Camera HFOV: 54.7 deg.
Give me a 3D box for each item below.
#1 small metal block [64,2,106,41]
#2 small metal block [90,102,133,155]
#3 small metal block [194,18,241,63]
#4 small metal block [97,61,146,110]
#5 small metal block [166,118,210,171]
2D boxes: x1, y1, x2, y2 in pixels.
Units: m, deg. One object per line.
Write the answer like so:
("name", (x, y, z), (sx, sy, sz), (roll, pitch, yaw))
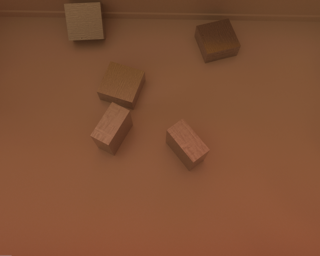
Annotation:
("small metal block", (-0.108, -0.155, 0.452), (0.050, 0.025, 0.050), (-3, 108, -2))
("small metal block", (-0.060, 0.002, 0.395), (0.025, 0.050, 0.050), (27, 72, 9))
("small metal block", (0.084, -0.129, 0.458), (0.050, 0.025, 0.050), (-15, 71, -6))
("small metal block", (-0.053, -0.059, 0.431), (0.050, 0.025, 0.050), (18, 71, 6))
("small metal block", (0.033, 0.022, 0.389), (0.025, 0.050, 0.050), (-36, 74, -12))
